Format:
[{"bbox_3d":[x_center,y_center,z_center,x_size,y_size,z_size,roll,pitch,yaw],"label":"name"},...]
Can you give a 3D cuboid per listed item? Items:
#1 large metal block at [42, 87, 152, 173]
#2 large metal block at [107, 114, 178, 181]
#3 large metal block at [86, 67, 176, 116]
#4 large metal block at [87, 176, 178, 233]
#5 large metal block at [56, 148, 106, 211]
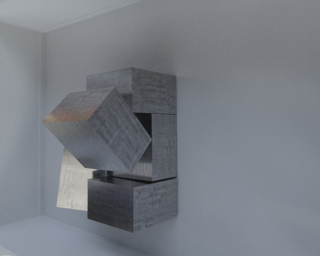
[{"bbox_3d":[-0.070,0.004,0.351,0.080,0.080,0.050,-1,45,39],"label":"large metal block"},{"bbox_3d":[-0.024,0.023,0.409,0.080,0.050,0.079,-1,90,39],"label":"large metal block"},{"bbox_3d":[-0.036,-0.042,0.395,0.080,0.081,0.050,-1,89,39],"label":"large metal block"},{"bbox_3d":[-0.034,0.089,0.394,0.080,0.081,0.050,1,91,39],"label":"large metal block"},{"bbox_3d":[-0.107,0.063,0.444,0.050,0.080,0.079,9,98,-4],"label":"large metal block"}]
